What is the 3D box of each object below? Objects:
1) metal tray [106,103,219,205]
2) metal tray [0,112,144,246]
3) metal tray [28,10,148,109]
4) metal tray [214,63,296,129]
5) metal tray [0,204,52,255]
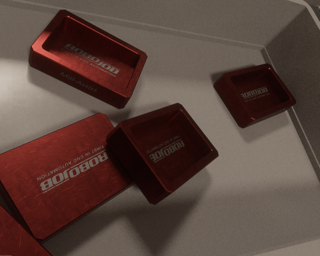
[{"bbox_3d":[0.009,0.023,0.370,0.090,0.030,0.131,53,35,9],"label":"metal tray"},{"bbox_3d":[-0.092,0.047,0.325,0.131,0.030,0.090,-28,78,-38],"label":"metal tray"},{"bbox_3d":[-0.090,-0.091,0.410,0.131,0.030,0.090,26,52,-13],"label":"metal tray"},{"bbox_3d":[0.164,-0.059,0.529,0.131,0.030,0.090,-18,72,-35],"label":"metal tray"},{"bbox_3d":[-0.145,0.075,0.240,0.130,0.090,0.030,44,51,2],"label":"metal tray"}]
